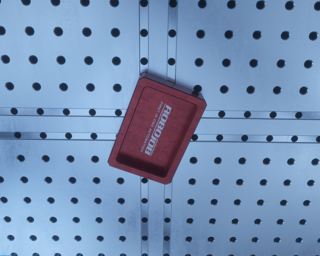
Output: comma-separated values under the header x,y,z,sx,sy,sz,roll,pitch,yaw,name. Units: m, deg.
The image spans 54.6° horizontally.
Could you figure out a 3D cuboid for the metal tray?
x,y,z,sx,sy,sz,roll,pitch,yaw,name
-0.006,0.003,0.411,0.090,0.030,0.129,20,109,-8,metal tray
